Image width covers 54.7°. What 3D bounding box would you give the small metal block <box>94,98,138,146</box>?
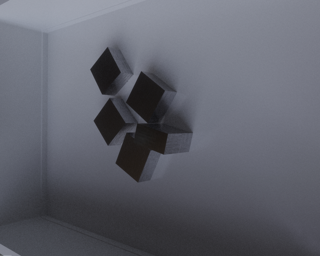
[{"bbox_3d":[-0.067,-0.009,0.462,0.050,0.025,0.050,-49,61,29],"label":"small metal block"}]

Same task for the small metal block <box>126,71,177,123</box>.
[{"bbox_3d":[-0.012,-0.041,0.417,0.050,0.025,0.050,43,116,31],"label":"small metal block"}]

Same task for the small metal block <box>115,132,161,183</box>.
[{"bbox_3d":[-0.030,0.040,0.432,0.050,0.025,0.050,34,111,35],"label":"small metal block"}]

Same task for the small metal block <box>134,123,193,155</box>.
[{"bbox_3d":[0.004,0.012,0.387,0.050,0.050,0.025,18,102,38],"label":"small metal block"}]

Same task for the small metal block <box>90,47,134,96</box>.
[{"bbox_3d":[-0.074,-0.085,0.468,0.050,0.025,0.050,-42,65,32],"label":"small metal block"}]
